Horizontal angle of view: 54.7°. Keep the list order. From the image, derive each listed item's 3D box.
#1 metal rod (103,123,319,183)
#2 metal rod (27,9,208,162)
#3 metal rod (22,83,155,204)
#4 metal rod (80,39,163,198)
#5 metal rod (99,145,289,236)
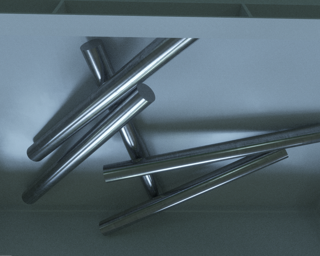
[{"bbox_3d":[0.074,0.034,0.419,0.302,0.025,0.025,-11,130,1],"label":"metal rod"},{"bbox_3d":[-0.071,-0.028,0.352,0.025,0.025,0.299,37,130,-28],"label":"metal rod"},{"bbox_3d":[-0.113,0.037,0.417,0.025,0.025,0.299,34,129,-26],"label":"metal rod"},{"bbox_3d":[-0.036,0.020,0.425,0.025,0.025,0.299,-12,130,9],"label":"metal rod"},{"bbox_3d":[0.043,0.095,0.466,0.301,0.025,0.025,-26,126,11],"label":"metal rod"}]
